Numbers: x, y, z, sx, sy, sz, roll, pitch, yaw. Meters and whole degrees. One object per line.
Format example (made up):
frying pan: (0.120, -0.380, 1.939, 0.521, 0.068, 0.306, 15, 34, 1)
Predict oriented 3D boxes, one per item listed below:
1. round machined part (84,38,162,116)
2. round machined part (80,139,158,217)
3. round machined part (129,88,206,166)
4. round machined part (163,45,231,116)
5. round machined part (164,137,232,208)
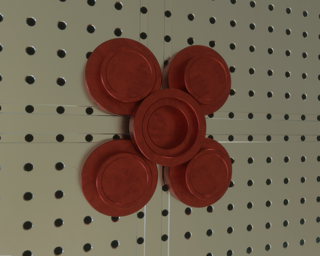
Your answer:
round machined part: (-0.043, -0.064, 0.388, 0.099, 0.042, 0.097, 0, 90, -21)
round machined part: (-0.048, 0.063, 0.387, 0.099, 0.042, 0.097, 0, 90, -21)
round machined part: (0.007, -0.001, 0.405, 0.099, 0.042, 0.097, 0, 90, -21)
round machined part: (0.056, -0.065, 0.425, 0.099, 0.042, 0.097, 0, 90, -21)
round machined part: (0.058, 0.061, 0.426, 0.099, 0.042, 0.097, 0, 90, -21)
